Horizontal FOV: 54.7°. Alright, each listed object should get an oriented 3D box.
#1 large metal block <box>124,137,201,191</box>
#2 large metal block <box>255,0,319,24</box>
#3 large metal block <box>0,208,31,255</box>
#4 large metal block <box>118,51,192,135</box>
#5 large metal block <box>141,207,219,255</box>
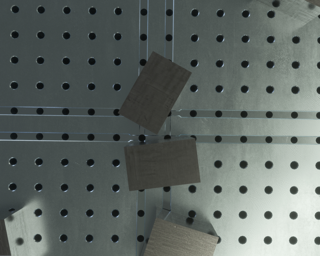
[{"bbox_3d":[0.002,0.041,0.386,0.081,0.080,0.050,-7,90,0],"label":"large metal block"},{"bbox_3d":[0.183,-0.197,0.403,0.080,0.050,0.080,25,90,-1],"label":"large metal block"},{"bbox_3d":[-0.220,0.156,0.398,0.080,0.050,0.080,-11,90,-1],"label":"large metal block"},{"bbox_3d":[-0.006,-0.040,0.386,0.050,0.080,0.080,29,90,-1],"label":"large metal block"},{"bbox_3d":[0.021,0.159,0.401,0.080,0.050,0.080,18,90,-1],"label":"large metal block"}]
